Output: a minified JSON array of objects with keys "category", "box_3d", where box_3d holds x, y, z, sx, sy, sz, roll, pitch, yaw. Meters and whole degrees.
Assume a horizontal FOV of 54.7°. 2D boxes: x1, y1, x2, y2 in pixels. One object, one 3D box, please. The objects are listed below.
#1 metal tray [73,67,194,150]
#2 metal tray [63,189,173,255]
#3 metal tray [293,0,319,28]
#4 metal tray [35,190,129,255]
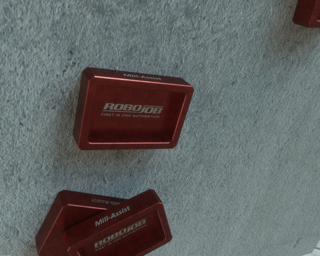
[{"category":"metal tray","box_3d":[-0.031,-0.019,0.374,0.131,0.030,0.089,1,118,-29]},{"category":"metal tray","box_3d":[-0.053,0.149,0.426,0.131,0.030,0.090,-24,127,-14]},{"category":"metal tray","box_3d":[0.236,-0.200,0.408,0.091,0.030,0.129,-8,122,-25]},{"category":"metal tray","box_3d":[-0.094,0.140,0.439,0.131,0.030,0.090,19,108,-36]}]
